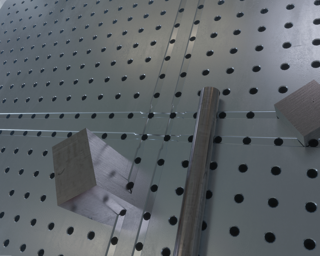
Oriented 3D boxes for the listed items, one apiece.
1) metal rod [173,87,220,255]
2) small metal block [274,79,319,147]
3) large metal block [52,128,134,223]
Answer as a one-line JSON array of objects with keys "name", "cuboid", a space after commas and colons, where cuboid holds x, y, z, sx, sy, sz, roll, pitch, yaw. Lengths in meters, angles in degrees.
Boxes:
[{"name": "metal rod", "cuboid": [0.036, 0.085, 0.337, 0.025, 0.025, 0.300, -2, 61, 27]}, {"name": "small metal block", "cuboid": [0.161, -0.016, 0.334, 0.050, 0.025, 0.050, -33, 51, 6]}, {"name": "large metal block", "cuboid": [-0.082, 0.060, 0.379, 0.050, 0.080, 0.080, -29, 52, 10]}]
